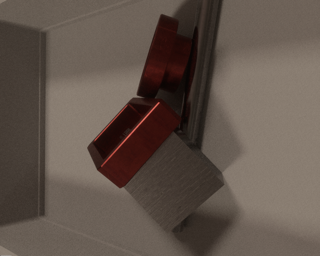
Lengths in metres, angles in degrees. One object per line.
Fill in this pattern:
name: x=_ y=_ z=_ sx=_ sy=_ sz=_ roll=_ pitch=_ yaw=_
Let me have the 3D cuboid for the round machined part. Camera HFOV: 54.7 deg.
round machined part: x=0.007 y=-0.079 z=0.366 sx=0.098 sy=0.042 sz=0.097 roll=-162 pitch=88 yaw=-83

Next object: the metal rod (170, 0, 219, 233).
metal rod: x=0.038 y=-0.020 z=0.373 sx=0.025 sy=0.025 sz=0.298 roll=13 pitch=98 yaw=39

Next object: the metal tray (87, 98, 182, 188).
metal tray: x=-0.036 y=0.008 z=0.351 sx=0.090 sy=0.030 sz=0.130 roll=-48 pitch=17 yaw=-7

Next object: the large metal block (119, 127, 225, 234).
large metal block: x=0.013 y=0.053 z=0.345 sx=0.080 sy=0.050 sz=0.080 roll=-44 pitch=88 yaw=9

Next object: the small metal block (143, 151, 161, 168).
small metal block: x=-0.028 y=0.042 z=0.411 sx=0.050 sy=0.050 sz=0.025 roll=-17 pitch=80 yaw=38
